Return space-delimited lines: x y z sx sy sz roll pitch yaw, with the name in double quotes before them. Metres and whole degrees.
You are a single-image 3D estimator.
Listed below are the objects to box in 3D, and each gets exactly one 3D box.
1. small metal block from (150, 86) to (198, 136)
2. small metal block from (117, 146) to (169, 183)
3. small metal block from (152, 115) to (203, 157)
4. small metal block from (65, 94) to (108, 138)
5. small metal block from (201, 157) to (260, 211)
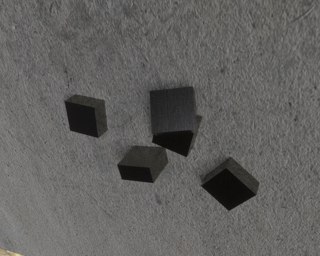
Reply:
"small metal block" 0.016 -0.019 0.362 0.050 0.025 0.050 -5 80 11
"small metal block" -0.023 0.049 0.433 0.050 0.050 0.025 1 119 27
"small metal block" 0.021 0.003 0.397 0.050 0.025 0.050 22 127 14
"small metal block" -0.107 -0.018 0.452 0.050 0.025 0.050 13 124 21
"small metal block" 0.091 0.074 0.404 0.050 0.025 0.050 42 129 -1
